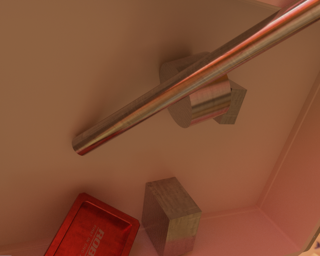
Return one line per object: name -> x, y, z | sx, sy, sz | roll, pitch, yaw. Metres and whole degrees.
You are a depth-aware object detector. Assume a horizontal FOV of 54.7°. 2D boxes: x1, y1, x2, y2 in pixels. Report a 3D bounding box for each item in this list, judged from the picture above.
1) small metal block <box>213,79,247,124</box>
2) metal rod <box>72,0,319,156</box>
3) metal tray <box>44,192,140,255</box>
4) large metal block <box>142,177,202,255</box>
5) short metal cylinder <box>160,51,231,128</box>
small metal block -> 0.084, -0.039, 0.416 | 0.025, 0.050, 0.050 | 0, 118, -29
metal rod -> 0.023, -0.043, 0.311 | 0.300, 0.025, 0.025 | -29, 135, 25
metal tray -> -0.089, 0.155, 0.375 | 0.090, 0.130, 0.030 | 30, 139, -8
large metal block -> 0.014, 0.133, 0.465 | 0.050, 0.080, 0.079 | -7, 122, -25
short metal cylinder -> 0.040, -0.045, 0.368 | 0.050, 0.080, 0.079 | -20, 126, -17
